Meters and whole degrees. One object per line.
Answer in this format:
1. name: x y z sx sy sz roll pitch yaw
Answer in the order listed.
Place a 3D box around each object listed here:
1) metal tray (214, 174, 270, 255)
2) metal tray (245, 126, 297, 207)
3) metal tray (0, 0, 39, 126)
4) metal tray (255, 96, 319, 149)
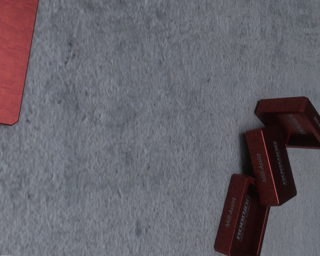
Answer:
1. metal tray: 0.146 0.153 0.527 0.090 0.030 0.130 29 72 -37
2. metal tray: 0.197 0.064 0.544 0.091 0.030 0.129 -4 80 -49
3. metal tray: -0.163 -0.072 0.265 0.091 0.030 0.129 12 83 -40
4. metal tray: 0.249 -0.006 0.574 0.130 0.090 0.030 40 66 -33
